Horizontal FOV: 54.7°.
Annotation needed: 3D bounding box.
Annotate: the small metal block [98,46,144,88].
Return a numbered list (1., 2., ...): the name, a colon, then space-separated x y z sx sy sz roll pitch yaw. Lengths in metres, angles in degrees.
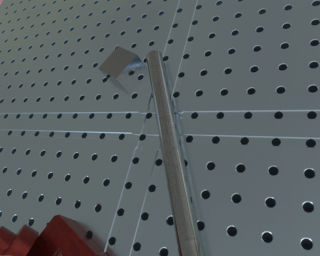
1. small metal block: -0.063 -0.099 0.500 0.050 0.025 0.050 32 79 37

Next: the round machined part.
1. round machined part: -0.193 0.157 0.367 0.098 0.042 0.098 -49 11 14

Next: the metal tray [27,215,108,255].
1. metal tray: -0.129 0.181 0.360 0.090 0.030 0.130 28 77 37

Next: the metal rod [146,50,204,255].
1. metal rod: 0.012 0.011 0.393 0.025 0.025 0.299 -21 54 16
